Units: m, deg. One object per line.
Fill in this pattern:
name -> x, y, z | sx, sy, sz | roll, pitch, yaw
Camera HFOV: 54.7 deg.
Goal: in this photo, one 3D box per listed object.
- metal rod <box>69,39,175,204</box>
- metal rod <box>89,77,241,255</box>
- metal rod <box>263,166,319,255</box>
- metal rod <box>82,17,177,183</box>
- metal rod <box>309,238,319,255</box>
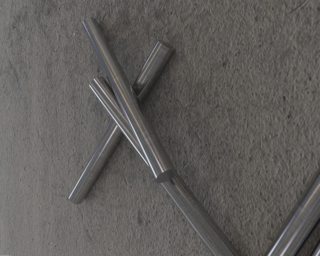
metal rod -> -0.067, 0.006, 0.460 | 0.025, 0.025, 0.298 | 48, 118, 29
metal rod -> -0.001, 0.047, 0.385 | 0.300, 0.025, 0.025 | 51, 120, 20
metal rod -> 0.137, 0.082, 0.291 | 0.025, 0.025, 0.298 | 36, 112, 34
metal rod -> -0.053, -0.058, 0.417 | 0.025, 0.025, 0.299 | -50, 51, 28
metal rod -> 0.142, 0.141, 0.287 | 0.025, 0.025, 0.298 | 32, 110, 35
